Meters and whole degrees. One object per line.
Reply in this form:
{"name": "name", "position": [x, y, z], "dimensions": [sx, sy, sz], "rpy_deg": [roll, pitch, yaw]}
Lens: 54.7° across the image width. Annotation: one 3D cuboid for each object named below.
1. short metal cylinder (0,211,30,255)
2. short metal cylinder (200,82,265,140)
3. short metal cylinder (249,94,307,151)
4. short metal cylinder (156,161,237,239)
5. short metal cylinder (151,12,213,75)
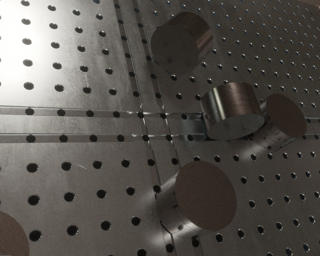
{"name": "short metal cylinder", "position": [-0.149, 0.109, 0.245], "dimensions": [0.081, 0.050, 0.080], "rpy_deg": [14, 56, -21]}
{"name": "short metal cylinder", "position": [0.102, -0.022, 0.443], "dimensions": [0.081, 0.080, 0.050], "rpy_deg": [4, 61, -27]}
{"name": "short metal cylinder", "position": [0.187, -0.009, 0.501], "dimensions": [0.081, 0.050, 0.080], "rpy_deg": [14, 56, -21]}
{"name": "short metal cylinder", "position": [0.042, 0.085, 0.365], "dimensions": [0.081, 0.050, 0.080], "rpy_deg": [14, 56, -21]}
{"name": "short metal cylinder", "position": [0.033, -0.128, 0.471], "dimensions": [0.080, 0.080, 0.050], "rpy_deg": [41, 51, -1]}
